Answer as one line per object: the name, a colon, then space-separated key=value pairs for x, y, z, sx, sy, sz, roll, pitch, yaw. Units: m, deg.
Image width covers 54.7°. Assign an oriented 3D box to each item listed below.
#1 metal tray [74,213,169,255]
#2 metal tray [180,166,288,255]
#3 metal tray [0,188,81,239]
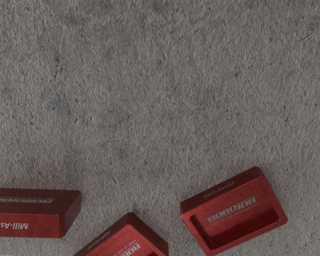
metal tray: x=-0.062 y=0.201 z=0.480 sx=0.130 sy=0.030 sz=0.090 roll=-40 pitch=106 yaw=13
metal tray: x=0.106 y=0.124 z=0.453 sx=0.130 sy=0.030 sz=0.090 roll=-29 pitch=108 yaw=10
metal tray: x=-0.180 y=0.110 z=0.411 sx=0.131 sy=0.090 sz=0.030 roll=2 pitch=97 yaw=-1
